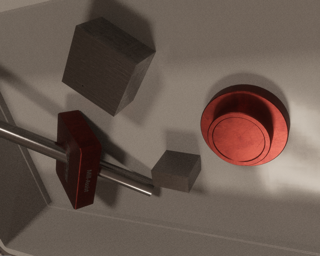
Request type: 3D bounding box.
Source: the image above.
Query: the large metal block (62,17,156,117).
[{"bbox_3d":[-0.064,-0.075,0.378,0.080,0.050,0.079,34,129,5],"label":"large metal block"}]

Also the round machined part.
[{"bbox_3d":[0.093,0.004,0.350,0.098,0.042,0.097,13,124,20],"label":"round machined part"}]

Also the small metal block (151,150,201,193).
[{"bbox_3d":[0.023,0.056,0.414,0.050,0.050,0.025,7,122,24],"label":"small metal block"}]

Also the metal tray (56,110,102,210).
[{"bbox_3d":[-0.128,0.049,0.473,0.090,0.030,0.129,49,137,36],"label":"metal tray"}]

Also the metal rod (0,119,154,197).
[{"bbox_3d":[-0.151,0.037,0.471,0.301,0.025,0.025,22,127,0],"label":"metal rod"}]
